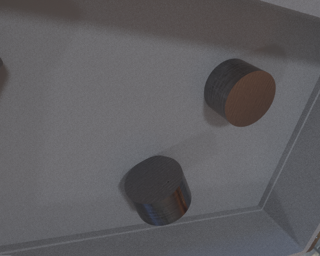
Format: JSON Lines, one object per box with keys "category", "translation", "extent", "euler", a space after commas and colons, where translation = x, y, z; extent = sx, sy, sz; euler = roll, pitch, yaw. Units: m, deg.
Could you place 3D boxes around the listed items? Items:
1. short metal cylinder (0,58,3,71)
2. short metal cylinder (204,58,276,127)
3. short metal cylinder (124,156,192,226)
{"category": "short metal cylinder", "translation": [-0.178, -0.047, 0.247], "extent": [0.080, 0.080, 0.050], "euler": [21, 107, -36]}
{"category": "short metal cylinder", "translation": [0.108, -0.048, 0.421], "extent": [0.081, 0.050, 0.079], "euler": [-14, 124, -21]}
{"category": "short metal cylinder", "translation": [-0.002, 0.085, 0.424], "extent": [0.080, 0.080, 0.050], "euler": [-29, 128, -10]}
